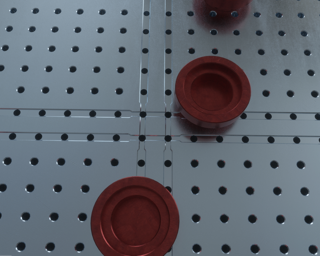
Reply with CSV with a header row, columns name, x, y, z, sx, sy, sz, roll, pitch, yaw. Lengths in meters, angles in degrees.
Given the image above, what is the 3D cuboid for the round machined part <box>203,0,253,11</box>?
name,x,y,z,sx,sy,sz,roll,pitch,yaw
round machined part,0.105,-0.224,0.486,0.099,0.042,0.098,0,70,-1

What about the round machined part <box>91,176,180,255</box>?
name,x,y,z,sx,sy,sz,roll,pitch,yaw
round machined part,-0.028,0.109,0.363,0.099,0.042,0.098,0,70,-1

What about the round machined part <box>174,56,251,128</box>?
name,x,y,z,sx,sy,sz,roll,pitch,yaw
round machined part,0.069,-0.045,0.420,0.099,0.042,0.098,0,70,-1
